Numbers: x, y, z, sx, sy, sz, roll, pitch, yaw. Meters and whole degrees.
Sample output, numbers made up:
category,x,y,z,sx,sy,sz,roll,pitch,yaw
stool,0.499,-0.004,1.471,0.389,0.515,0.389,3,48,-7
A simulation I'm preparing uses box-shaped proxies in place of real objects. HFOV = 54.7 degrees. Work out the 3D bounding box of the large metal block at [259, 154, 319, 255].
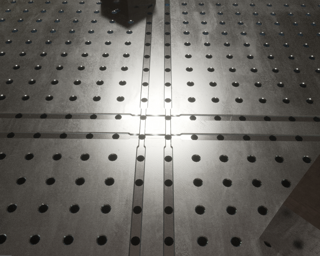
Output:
category,x,y,z,sx,sy,sz,roll,pitch,yaw
large metal block,0.151,0.082,0.305,0.050,0.080,0.080,36,59,26

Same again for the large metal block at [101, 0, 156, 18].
category,x,y,z,sx,sy,sz,roll,pitch,yaw
large metal block,-0.065,-0.275,0.622,0.080,0.050,0.080,34,57,24
